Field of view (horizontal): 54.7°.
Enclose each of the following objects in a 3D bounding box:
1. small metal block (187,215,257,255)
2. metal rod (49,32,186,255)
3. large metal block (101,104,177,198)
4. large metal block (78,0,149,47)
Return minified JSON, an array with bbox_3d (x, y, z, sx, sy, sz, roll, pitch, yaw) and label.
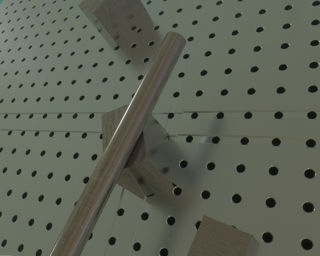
[{"bbox_3d":[0.059,0.121,0.303,0.050,0.025,0.050,15,69,33],"label":"small metal block"},{"bbox_3d":[-0.043,0.026,0.310,0.025,0.025,0.300,14,68,33],"label":"metal rod"},{"bbox_3d":[-0.024,0.027,0.368,0.050,0.080,0.080,-21,54,16],"label":"large metal block"},{"bbox_3d":[-0.078,-0.204,0.537,0.080,0.080,0.050,-49,52,-6],"label":"large metal block"}]
